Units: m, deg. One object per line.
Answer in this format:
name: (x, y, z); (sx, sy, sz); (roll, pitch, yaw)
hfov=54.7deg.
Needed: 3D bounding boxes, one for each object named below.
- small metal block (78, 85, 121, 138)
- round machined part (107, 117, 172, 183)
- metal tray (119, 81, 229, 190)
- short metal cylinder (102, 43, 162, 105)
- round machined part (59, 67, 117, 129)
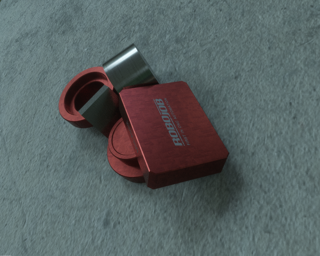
small metal block: (-0.071, -0.022, 0.415); (0.050, 0.050, 0.025); (-47, 27, -6)
round machined part: (-0.026, 0.017, 0.396); (0.098, 0.042, 0.098); (-13, 56, 20)
metal tray: (0.011, 0.001, 0.366); (0.091, 0.030, 0.130); (-11, 50, -17)
short metal cylinder: (-0.035, -0.070, 0.431); (0.050, 0.080, 0.080); (-33, 52, 7)
round machined part: (-0.100, -0.042, 0.471); (0.098, 0.042, 0.098); (-13, 56, 20)
